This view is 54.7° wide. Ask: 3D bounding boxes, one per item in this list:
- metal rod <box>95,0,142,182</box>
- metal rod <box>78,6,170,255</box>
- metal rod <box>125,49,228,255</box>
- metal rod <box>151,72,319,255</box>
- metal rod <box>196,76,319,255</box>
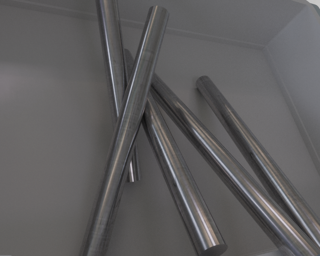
[{"bbox_3d":[-0.053,-0.088,0.352,0.025,0.025,0.298,-8,91,-32],"label":"metal rod"},{"bbox_3d":[-0.035,0.004,0.324,0.025,0.025,0.299,19,73,-18],"label":"metal rod"},{"bbox_3d":[-0.006,-0.003,0.338,0.025,0.025,0.300,3,40,-27],"label":"metal rod"},{"bbox_3d":[0.051,0.017,0.342,0.025,0.025,0.300,-5,39,-30],"label":"metal rod"},{"bbox_3d":[0.103,0.016,0.372,0.025,0.025,0.300,10,32,-23],"label":"metal rod"}]
